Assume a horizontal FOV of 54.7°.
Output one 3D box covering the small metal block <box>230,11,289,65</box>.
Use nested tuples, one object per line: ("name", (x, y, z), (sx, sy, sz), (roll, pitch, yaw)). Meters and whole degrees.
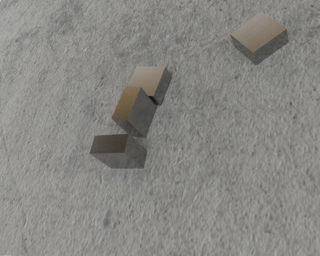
("small metal block", (0.130, -0.118, 0.408), (0.050, 0.025, 0.050), (-36, 51, 4))

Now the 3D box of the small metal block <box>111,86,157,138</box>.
("small metal block", (-0.033, -0.021, 0.416), (0.025, 0.050, 0.050), (6, 65, 31))

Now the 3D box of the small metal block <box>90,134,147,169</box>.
("small metal block", (-0.052, 0.031, 0.394), (0.050, 0.050, 0.025), (-4, 60, 26))

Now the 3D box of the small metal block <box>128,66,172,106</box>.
("small metal block", (-0.017, -0.062, 0.449), (0.050, 0.025, 0.050), (7, 65, 31))
